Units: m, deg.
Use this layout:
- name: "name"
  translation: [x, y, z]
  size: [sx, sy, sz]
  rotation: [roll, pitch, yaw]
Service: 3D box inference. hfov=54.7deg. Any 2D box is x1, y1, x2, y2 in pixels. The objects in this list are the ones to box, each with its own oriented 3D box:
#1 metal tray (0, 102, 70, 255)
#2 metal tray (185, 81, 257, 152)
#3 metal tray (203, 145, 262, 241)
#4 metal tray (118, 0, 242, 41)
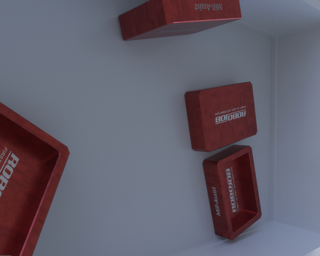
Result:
- name: "metal tray"
  translation: [-0.135, 0.049, 0.253]
  size: [0.090, 0.030, 0.130]
  rotation: [42, 37, -32]
- name: "metal tray"
  translation: [0.100, -0.021, 0.487]
  size: [0.131, 0.030, 0.089]
  rotation: [-15, 99, -39]
- name: "metal tray"
  translation: [0.120, 0.101, 0.503]
  size: [0.091, 0.030, 0.129]
  rotation: [-19, 102, -38]
- name: "metal tray"
  translation: [0.027, -0.138, 0.385]
  size: [0.131, 0.090, 0.030]
  rotation: [-19, 103, -38]
